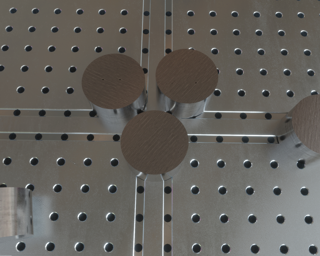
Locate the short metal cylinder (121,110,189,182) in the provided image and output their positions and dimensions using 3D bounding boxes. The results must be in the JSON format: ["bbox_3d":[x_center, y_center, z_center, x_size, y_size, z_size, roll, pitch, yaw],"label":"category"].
[{"bbox_3d":[-0.006,0.024,0.390,0.081,0.050,0.080,0,70,-1],"label":"short metal cylinder"}]

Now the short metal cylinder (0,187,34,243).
[{"bbox_3d":[-0.185,0.100,0.344,0.081,0.080,0.050,-10,71,-4],"label":"short metal cylinder"}]

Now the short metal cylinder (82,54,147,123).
[{"bbox_3d":[-0.059,-0.052,0.417,0.081,0.050,0.080,0,70,0],"label":"short metal cylinder"}]

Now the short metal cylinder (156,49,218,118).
[{"bbox_3d":[0.035,-0.059,0.421,0.081,0.050,0.080,0,70,0],"label":"short metal cylinder"}]

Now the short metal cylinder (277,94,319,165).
[{"bbox_3d":[0.201,0.003,0.400,0.081,0.050,0.080,0,70,0],"label":"short metal cylinder"}]
